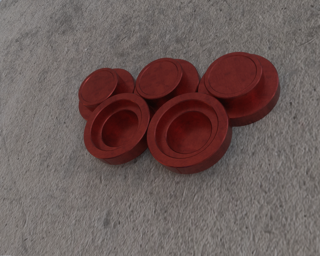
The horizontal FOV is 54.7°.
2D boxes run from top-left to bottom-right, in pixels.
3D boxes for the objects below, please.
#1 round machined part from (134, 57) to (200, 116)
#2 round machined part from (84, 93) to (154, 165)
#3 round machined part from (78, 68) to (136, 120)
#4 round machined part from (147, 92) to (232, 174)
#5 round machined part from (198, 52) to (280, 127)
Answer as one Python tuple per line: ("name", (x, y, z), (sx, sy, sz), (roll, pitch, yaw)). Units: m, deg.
("round machined part", (0.006, -0.057, 0.425), (0.098, 0.042, 0.098), (-13, 56, 20))
("round machined part", (-0.049, 0.005, 0.416), (0.098, 0.042, 0.098), (-13, 56, 20))
("round machined part", (-0.083, -0.052, 0.468), (0.098, 0.042, 0.098), (-13, 56, 20))
("round machined part", (0.037, 0.010, 0.368), (0.098, 0.042, 0.098), (-13, 56, 20))
("round machined part", (0.093, -0.054, 0.378), (0.098, 0.042, 0.098), (-13, 56, 20))
